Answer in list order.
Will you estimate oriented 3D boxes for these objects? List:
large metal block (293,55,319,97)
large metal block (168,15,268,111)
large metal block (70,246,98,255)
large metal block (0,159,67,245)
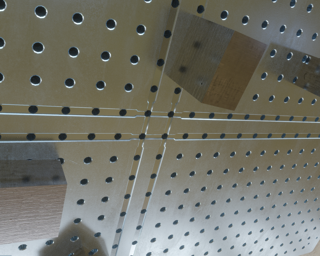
[{"bbox_3d":[0.274,-0.068,0.482,0.081,0.080,0.050,9,114,-32],"label":"large metal block"},{"bbox_3d":[0.063,-0.077,0.362,0.050,0.080,0.080,10,113,-33],"label":"large metal block"},{"bbox_3d":[-0.122,0.242,0.477,0.080,0.050,0.080,-37,129,-3],"label":"large metal block"},{"bbox_3d":[-0.159,0.084,0.360,0.081,0.050,0.079,2,117,-30],"label":"large metal block"}]
